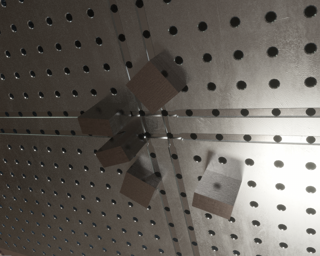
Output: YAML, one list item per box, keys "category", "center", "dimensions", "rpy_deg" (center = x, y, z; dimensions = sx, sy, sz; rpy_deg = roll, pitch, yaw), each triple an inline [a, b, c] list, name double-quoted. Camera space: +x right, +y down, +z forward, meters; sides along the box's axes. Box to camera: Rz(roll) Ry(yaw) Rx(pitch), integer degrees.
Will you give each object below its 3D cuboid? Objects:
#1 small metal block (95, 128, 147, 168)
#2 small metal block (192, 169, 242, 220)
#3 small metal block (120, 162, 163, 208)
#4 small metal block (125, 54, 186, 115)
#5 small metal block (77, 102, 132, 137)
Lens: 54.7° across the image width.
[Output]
- category: "small metal block"
  center: [-0.055, 0.028, 0.440]
  dimensions: [0.050, 0.050, 0.025]
  rpy_deg: [-17, 110, 34]
- category: "small metal block"
  center: [0.075, 0.086, 0.408]
  dimensions: [0.050, 0.050, 0.025]
  rpy_deg: [17, 125, 18]
- category: "small metal block"
  center: [-0.030, 0.089, 0.481]
  dimensions: [0.050, 0.025, 0.050]
  rpy_deg: [28, 128, 10]
- category: "small metal block"
  center: [-0.005, -0.053, 0.380]
  dimensions: [0.050, 0.025, 0.050]
  rpy_deg: [47, 129, -6]
- category: "small metal block"
  center: [-0.075, -0.013, 0.424]
  dimensions: [0.050, 0.050, 0.025]
  rpy_deg: [4, 120, 26]
